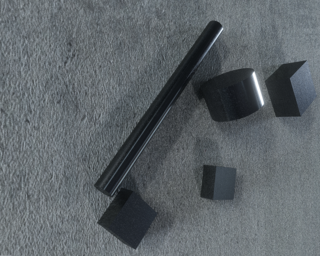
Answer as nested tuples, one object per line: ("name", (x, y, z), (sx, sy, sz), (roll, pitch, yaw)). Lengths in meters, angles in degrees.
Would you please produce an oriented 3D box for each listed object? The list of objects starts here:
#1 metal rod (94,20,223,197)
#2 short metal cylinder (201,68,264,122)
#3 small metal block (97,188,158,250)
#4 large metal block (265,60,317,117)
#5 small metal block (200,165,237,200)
("metal rod", (0.011, -0.042, 0.415), (0.025, 0.025, 0.300), (49, 61, -30))
("short metal cylinder", (0.107, -0.050, 0.462), (0.080, 0.080, 0.050), (-36, 113, -34))
("small metal block", (-0.038, 0.109, 0.375), (0.050, 0.025, 0.050), (50, 60, -29))
("large metal block", (0.259, -0.077, 0.609), (0.080, 0.050, 0.080), (-39, 114, -33))
("small metal block", (0.092, 0.085, 0.485), (0.050, 0.025, 0.050), (11, 83, -40))
